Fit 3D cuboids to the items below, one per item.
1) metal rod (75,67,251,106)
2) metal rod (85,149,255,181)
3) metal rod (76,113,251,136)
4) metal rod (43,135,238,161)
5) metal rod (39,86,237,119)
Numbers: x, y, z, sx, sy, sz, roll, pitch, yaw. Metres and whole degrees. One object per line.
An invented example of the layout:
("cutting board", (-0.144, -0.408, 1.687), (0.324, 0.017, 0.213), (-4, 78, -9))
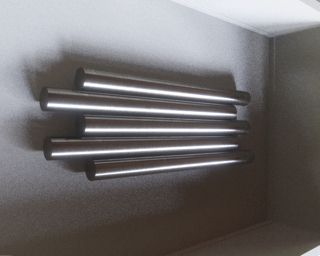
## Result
("metal rod", (0.029, -0.052, 0.431), (0.302, 0.025, 0.025), (1, 90, -40))
("metal rod", (0.039, 0.048, 0.440), (0.302, 0.025, 0.025), (1, 90, -40))
("metal rod", (0.030, -0.002, 0.432), (0.302, 0.025, 0.025), (1, 90, -40))
("metal rod", (0.002, 0.022, 0.409), (0.302, 0.025, 0.025), (1, 90, -40))
("metal rod", (0.000, -0.027, 0.406), (0.302, 0.025, 0.025), (1, 90, -40))
